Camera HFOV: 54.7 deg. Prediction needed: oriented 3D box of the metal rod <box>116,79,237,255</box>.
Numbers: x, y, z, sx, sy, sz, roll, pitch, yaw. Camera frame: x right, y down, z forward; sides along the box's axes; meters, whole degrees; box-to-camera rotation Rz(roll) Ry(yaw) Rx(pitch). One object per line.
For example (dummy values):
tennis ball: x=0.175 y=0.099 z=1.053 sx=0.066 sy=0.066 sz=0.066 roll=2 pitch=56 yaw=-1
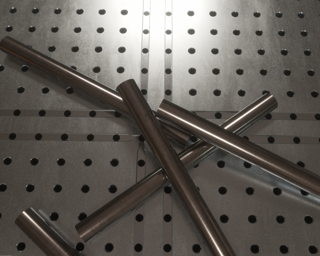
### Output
metal rod: x=0.031 y=0.074 z=0.362 sx=0.025 sy=0.025 sz=0.299 roll=-29 pitch=81 yaw=-10

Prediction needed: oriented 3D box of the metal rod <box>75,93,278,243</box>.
metal rod: x=0.030 y=0.044 z=0.396 sx=0.301 sy=0.025 sz=0.025 roll=-33 pitch=74 yaw=-12

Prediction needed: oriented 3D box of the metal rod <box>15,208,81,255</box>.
metal rod: x=-0.048 y=0.196 z=0.339 sx=0.300 sy=0.025 sz=0.025 roll=38 pitch=74 yaw=12

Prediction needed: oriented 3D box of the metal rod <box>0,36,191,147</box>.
metal rod: x=-0.093 y=-0.054 z=0.430 sx=0.301 sy=0.025 sz=0.025 roll=27 pitch=72 yaw=9

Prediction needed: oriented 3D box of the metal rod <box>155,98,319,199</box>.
metal rod: x=0.134 y=0.042 z=0.379 sx=0.301 sy=0.025 sz=0.025 roll=27 pitch=72 yaw=1
